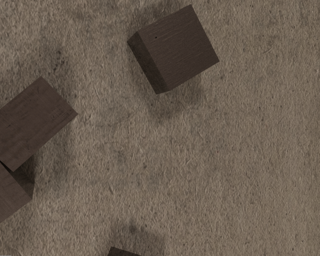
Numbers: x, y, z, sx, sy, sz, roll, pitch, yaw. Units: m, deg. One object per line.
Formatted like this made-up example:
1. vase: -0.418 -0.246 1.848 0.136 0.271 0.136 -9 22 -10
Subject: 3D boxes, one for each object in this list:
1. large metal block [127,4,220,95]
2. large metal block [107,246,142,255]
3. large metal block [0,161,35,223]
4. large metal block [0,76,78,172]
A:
1. large metal block: 0.017 -0.100 0.403 0.080 0.050 0.080 -33 101 -17
2. large metal block: -0.035 0.206 0.384 0.080 0.050 0.080 26 81 -19
3. large metal block: -0.179 0.071 0.314 0.080 0.080 0.050 -38 103 -16
4. large metal block: -0.139 -0.005 0.329 0.080 0.080 0.050 -45 105 -15
